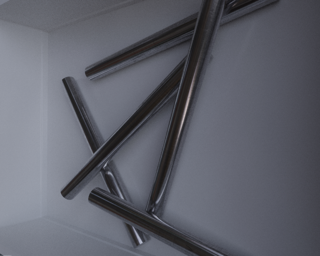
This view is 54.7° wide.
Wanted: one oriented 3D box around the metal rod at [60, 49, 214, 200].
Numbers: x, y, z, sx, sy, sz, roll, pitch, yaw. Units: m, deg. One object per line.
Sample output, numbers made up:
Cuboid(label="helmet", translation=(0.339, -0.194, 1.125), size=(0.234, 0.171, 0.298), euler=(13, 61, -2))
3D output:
Cuboid(label="metal rod", translation=(-0.045, 0.005, 0.421), size=(0.299, 0.025, 0.025), euler=(-44, 63, 23))

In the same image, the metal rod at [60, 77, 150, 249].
Cuboid(label="metal rod", translation=(-0.093, 0.039, 0.483), size=(0.025, 0.025, 0.299), euler=(-44, 64, 31))

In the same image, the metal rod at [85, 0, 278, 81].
Cuboid(label="metal rod", translation=(0.003, -0.115, 0.403), size=(0.300, 0.025, 0.025), euler=(-13, 82, 39))

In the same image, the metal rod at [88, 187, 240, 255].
Cuboid(label="metal rod", translation=(0.032, 0.132, 0.357), size=(0.300, 0.025, 0.025), euler=(17, 101, 31))

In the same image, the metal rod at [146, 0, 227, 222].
Cuboid(label="metal rod", translation=(0.026, -0.014, 0.365), size=(0.025, 0.025, 0.298), euler=(30, 115, 36))
